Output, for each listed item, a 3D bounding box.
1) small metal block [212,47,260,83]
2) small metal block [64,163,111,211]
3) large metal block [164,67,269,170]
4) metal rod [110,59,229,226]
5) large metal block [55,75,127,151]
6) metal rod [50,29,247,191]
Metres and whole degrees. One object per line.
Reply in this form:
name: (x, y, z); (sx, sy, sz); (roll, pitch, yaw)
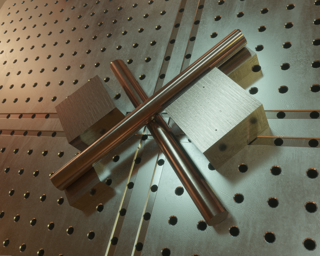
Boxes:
small metal block: (0.095, -0.088, 0.413); (0.050, 0.025, 0.050); (-38, 51, 3)
small metal block: (-0.101, 0.073, 0.417); (0.050, 0.025, 0.050); (-39, 51, 2)
large metal block: (0.066, -0.012, 0.365); (0.080, 0.050, 0.080); (-40, 51, 1)
metal rod: (-0.005, -0.004, 0.412); (0.025, 0.025, 0.300); (-37, 51, 4)
large metal block: (-0.097, -0.018, 0.454); (0.080, 0.050, 0.080); (-37, 51, 3)
metal rod: (-0.015, -0.022, 0.397); (0.300, 0.025, 0.025); (-38, 51, 2)
